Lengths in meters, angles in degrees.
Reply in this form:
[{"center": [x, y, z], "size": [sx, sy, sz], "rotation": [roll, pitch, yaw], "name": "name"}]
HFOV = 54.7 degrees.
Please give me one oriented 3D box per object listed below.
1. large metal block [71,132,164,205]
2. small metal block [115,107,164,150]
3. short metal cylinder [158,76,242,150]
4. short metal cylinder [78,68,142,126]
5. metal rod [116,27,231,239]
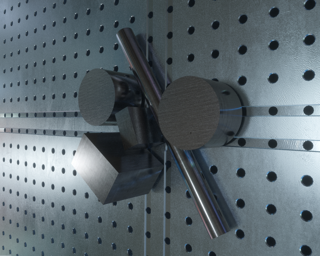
[{"center": [-0.057, 0.049, 0.414], "size": [0.080, 0.081, 0.050], "rotation": [42, 116, 32], "name": "large metal block"}, {"center": [-0.027, 0.001, 0.410], "size": [0.025, 0.050, 0.050], "rotation": [-27, 73, 37], "name": "small metal block"}, {"center": [0.045, -0.016, 0.351], "size": [0.080, 0.050, 0.079], "rotation": [0, 90, 40], "name": "short metal cylinder"}, {"center": [-0.073, -0.043, 0.449], "size": [0.080, 0.050, 0.079], "rotation": [0, 90, 40], "name": "short metal cylinder"}, {"center": [0.009, -0.008, 0.397], "size": [0.025, 0.025, 0.299], "rotation": [-38, 67, 33], "name": "metal rod"}]
